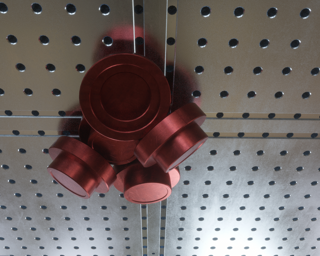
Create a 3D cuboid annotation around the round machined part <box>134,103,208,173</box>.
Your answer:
[{"bbox_3d":[0.020,0.017,0.377,0.042,0.099,0.097,50,123,13],"label":"round machined part"}]

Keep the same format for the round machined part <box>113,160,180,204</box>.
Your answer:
[{"bbox_3d":[-0.019,0.077,0.450,0.099,0.042,0.097,-5,142,-4],"label":"round machined part"}]

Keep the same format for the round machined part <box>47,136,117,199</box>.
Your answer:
[{"bbox_3d":[-0.111,0.059,0.418,0.098,0.042,0.097,24,148,17],"label":"round machined part"}]

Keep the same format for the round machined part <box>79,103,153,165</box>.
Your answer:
[{"bbox_3d":[-0.057,0.011,0.407,0.099,0.042,0.097,-1,130,0],"label":"round machined part"}]

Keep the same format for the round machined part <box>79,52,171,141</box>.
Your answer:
[{"bbox_3d":[-0.039,-0.038,0.353,0.099,0.042,0.097,-2,109,-5],"label":"round machined part"}]
